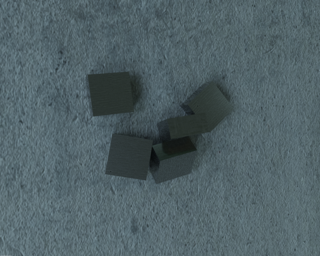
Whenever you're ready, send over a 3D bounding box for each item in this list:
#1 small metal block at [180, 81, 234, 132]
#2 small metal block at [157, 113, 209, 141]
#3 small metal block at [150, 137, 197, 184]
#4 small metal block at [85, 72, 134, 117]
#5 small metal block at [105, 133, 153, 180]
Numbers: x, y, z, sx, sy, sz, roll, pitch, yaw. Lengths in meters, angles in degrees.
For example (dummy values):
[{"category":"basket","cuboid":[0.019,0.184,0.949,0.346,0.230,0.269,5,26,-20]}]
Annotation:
[{"category":"small metal block","cuboid":[0.066,-0.029,0.433,0.050,0.025,0.050,-44,104,-15]},{"category":"small metal block","cuboid":[0.028,-0.001,0.403,0.050,0.050,0.025,-10,87,-16]},{"category":"small metal block","cuboid":[0.016,0.042,0.400,0.050,0.050,0.025,-14,50,-20]},{"category":"small metal block","cuboid":[-0.063,-0.042,0.386,0.050,0.025,0.050,-8,93,-20]},{"category":"small metal block","cuboid":[-0.039,0.036,0.389,0.050,0.025,0.050,10,87,-7]}]
